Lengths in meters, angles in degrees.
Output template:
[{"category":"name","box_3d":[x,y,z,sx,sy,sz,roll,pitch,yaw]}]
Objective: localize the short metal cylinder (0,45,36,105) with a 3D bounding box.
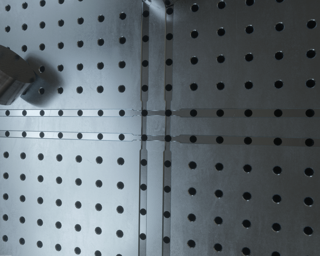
[{"category":"short metal cylinder","box_3d":[-0.238,-0.080,0.465,0.050,0.080,0.080,-42,77,15]}]

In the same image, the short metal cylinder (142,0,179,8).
[{"category":"short metal cylinder","box_3d":[-0.004,-0.205,0.400,0.080,0.050,0.079,0,90,19]}]
